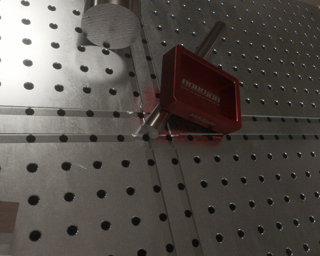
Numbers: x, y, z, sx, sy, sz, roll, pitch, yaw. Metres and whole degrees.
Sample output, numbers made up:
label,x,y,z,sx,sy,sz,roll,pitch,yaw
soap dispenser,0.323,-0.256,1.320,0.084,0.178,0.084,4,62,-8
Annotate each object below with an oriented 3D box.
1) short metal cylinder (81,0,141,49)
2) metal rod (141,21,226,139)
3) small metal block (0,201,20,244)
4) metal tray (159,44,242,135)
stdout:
label,x,y,z,sx,sy,sz,roll,pitch,yaw
short metal cylinder,-0.067,-0.158,0.434,0.081,0.080,0.050,12,57,-23
metal rod,0.051,-0.093,0.494,0.025,0.025,0.301,37,51,-4
small metal block,-0.151,0.080,0.262,0.050,0.050,0.025,12,57,-22
metal tray,0.062,-0.052,0.446,0.131,0.030,0.090,21,60,-32
